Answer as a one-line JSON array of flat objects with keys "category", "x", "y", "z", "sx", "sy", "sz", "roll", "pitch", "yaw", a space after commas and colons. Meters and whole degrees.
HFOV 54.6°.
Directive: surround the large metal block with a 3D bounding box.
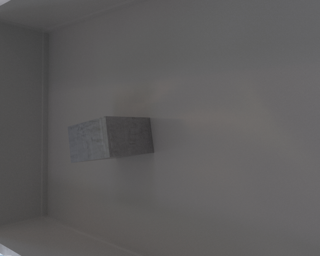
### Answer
[{"category": "large metal block", "x": -0.067, "y": 0.016, "z": 0.428, "sx": 0.080, "sy": 0.081, "sz": 0.050, "roll": -12, "pitch": 83, "yaw": 39}]
